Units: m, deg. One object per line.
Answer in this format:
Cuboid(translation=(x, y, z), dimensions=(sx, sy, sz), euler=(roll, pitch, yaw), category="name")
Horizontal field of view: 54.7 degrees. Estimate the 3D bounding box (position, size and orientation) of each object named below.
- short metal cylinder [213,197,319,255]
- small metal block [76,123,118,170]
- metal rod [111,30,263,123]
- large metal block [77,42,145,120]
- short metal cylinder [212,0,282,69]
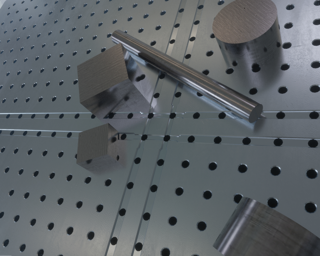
Cuboid(translation=(0.092, 0.102, 0.262), dimensions=(0.080, 0.080, 0.050), euler=(27, 77, 37), category="short metal cylinder")
Cuboid(translation=(-0.088, 0.027, 0.438), dimensions=(0.050, 0.025, 0.050), euler=(-17, 55, 18), category="small metal block")
Cuboid(translation=(0.018, -0.089, 0.452), dimensions=(0.025, 0.025, 0.300), euler=(-48, 51, -5), category="metal rod")
Cuboid(translation=(-0.077, -0.071, 0.476), dimensions=(0.080, 0.050, 0.080), euler=(-25, 53, 13), category="large metal block")
Cuboid(translation=(0.115, -0.125, 0.409), dimensions=(0.080, 0.050, 0.080), euler=(-13, 56, 21), category="short metal cylinder")
